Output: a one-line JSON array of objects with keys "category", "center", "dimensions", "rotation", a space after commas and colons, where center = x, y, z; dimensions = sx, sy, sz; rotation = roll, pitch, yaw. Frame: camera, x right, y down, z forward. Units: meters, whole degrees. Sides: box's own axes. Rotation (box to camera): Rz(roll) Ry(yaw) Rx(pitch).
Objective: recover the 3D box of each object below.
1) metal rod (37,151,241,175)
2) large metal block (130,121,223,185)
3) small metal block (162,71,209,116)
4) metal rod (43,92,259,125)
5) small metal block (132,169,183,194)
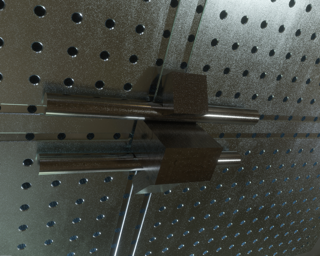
[{"category": "metal rod", "center": [-0.009, 0.046, 0.431], "dimensions": [0.303, 0.025, 0.025], "rotation": [2, 118, -30]}, {"category": "large metal block", "center": [0.019, 0.025, 0.396], "dimensions": [0.081, 0.080, 0.050], "rotation": [2, 118, -29]}, {"category": "small metal block", "center": [0.031, -0.040, 0.384], "dimensions": [0.050, 0.025, 0.050], "rotation": [1, 84, -29]}, {"category": "metal rod", "center": [0.011, -0.021, 0.399], "dimensions": [0.303, 0.025, 0.025], "rotation": [2, 118, -30]}, {"category": "small metal block", "center": [-0.005, 0.073, 0.434], "dimensions": [0.050, 0.025, 0.050], "rotation": [2, 155, -30]}]
